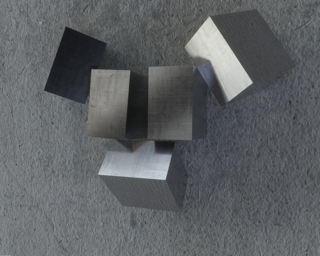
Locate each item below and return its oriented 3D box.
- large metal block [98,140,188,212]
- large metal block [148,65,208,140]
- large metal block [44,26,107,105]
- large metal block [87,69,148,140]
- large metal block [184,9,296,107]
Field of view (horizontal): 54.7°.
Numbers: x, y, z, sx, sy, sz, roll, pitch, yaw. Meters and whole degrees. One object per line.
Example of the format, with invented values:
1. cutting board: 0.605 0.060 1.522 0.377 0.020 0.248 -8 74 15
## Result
1. large metal block: -0.016 0.059 0.379 0.080 0.080 0.050 1 51 20
2. large metal block: 0.024 -0.027 0.372 0.050 0.080 0.079 1 90 20
3. large metal block: -0.111 -0.083 0.409 0.050 0.080 0.080 19 98 -18
4. large metal block: -0.047 -0.028 0.397 0.050 0.080 0.079 5 92 19
5. large metal block: 0.088 -0.079 0.343 0.080 0.081 0.050 61 144 10
